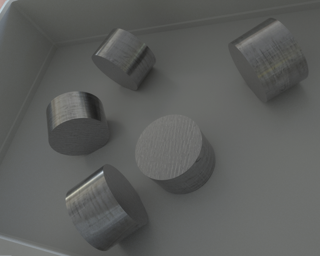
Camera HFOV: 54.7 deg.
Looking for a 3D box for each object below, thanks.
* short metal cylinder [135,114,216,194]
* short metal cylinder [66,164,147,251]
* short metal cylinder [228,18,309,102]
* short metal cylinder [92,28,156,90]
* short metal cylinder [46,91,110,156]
[{"bbox_3d":[0.018,0.031,0.361,0.080,0.050,0.080,-13,56,21],"label":"short metal cylinder"},{"bbox_3d":[-0.058,0.088,0.347,0.050,0.080,0.080,-36,51,5],"label":"short metal cylinder"},{"bbox_3d":[0.121,-0.076,0.353,0.050,0.080,0.080,-32,52,8],"label":"short metal cylinder"},{"bbox_3d":[-0.053,-0.100,0.460,0.080,0.080,0.050,24,75,36],"label":"short metal cylinder"},{"bbox_3d":[-0.115,-0.005,0.434,0.080,0.080,0.050,-29,52,10],"label":"short metal cylinder"}]
